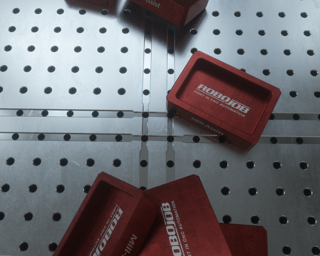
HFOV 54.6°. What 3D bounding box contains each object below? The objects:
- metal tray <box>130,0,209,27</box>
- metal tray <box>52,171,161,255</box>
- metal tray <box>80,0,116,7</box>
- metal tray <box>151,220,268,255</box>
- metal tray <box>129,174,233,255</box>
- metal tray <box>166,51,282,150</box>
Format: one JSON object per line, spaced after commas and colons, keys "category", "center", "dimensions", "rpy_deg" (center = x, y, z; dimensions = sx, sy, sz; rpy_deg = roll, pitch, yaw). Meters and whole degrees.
{"category": "metal tray", "center": [0.002, -0.210, 0.467], "dimensions": [0.130, 0.030, 0.090], "rpy_deg": [31, 50, 10]}
{"category": "metal tray", "center": [-0.064, 0.119, 0.332], "dimensions": [0.090, 0.030, 0.130], "rpy_deg": [11, 69, 49]}
{"category": "metal tray", "center": [-0.101, -0.266, 0.505], "dimensions": [0.090, 0.030, 0.130], "rpy_deg": [15, 71, 5]}
{"category": "metal tray", "center": [0.054, 0.154, 0.353], "dimensions": [0.131, 0.030, 0.090], "rpy_deg": [4, 70, 1]}
{"category": "metal tray", "center": [0.020, 0.118, 0.330], "dimensions": [0.090, 0.030, 0.130], "rpy_deg": [-18, 42, -1]}
{"category": "metal tray", "center": [0.085, -0.039, 0.423], "dimensions": [0.130, 0.030, 0.090], "rpy_deg": [28, 72, 10]}
